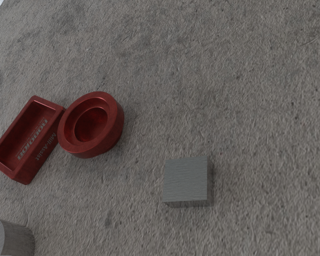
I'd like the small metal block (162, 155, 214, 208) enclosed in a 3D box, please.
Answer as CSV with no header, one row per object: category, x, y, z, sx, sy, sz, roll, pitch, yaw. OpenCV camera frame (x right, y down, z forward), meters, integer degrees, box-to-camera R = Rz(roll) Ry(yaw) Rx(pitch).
small metal block,0.033,0.061,0.349,0.050,0.025,0.050,-9,58,23

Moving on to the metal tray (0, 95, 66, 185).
metal tray,-0.209,0.016,0.500,0.090,0.030,0.130,20,72,35

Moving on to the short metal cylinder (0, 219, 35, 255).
short metal cylinder,-0.212,0.161,0.400,0.080,0.050,0.080,-13,56,21

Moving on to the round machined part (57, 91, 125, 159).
round machined part,-0.093,-0.001,0.442,0.098,0.042,0.098,-13,56,21
